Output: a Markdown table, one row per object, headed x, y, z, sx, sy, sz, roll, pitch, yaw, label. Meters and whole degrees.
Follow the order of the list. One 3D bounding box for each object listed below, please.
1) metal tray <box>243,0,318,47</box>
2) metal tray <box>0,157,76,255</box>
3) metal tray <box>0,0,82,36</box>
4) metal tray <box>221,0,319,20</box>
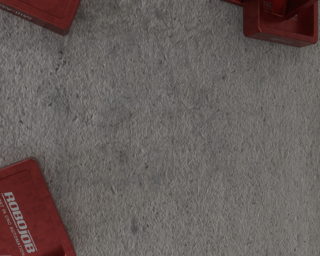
| x | y | z | sx | sy | sz | roll | pitch | yaw | label |
| --- | --- | --- | --- | --- | --- | --- | --- | --- | --- |
| 0.182 | -0.175 | 0.461 | 0.131 | 0.030 | 0.089 | 0 | 90 | -30 | metal tray |
| -0.161 | 0.108 | 0.347 | 0.091 | 0.030 | 0.129 | -22 | 98 | -19 | metal tray |
| -0.153 | -0.174 | 0.349 | 0.131 | 0.030 | 0.090 | 21 | 83 | -19 | metal tray |
| 0.140 | -0.192 | 0.414 | 0.131 | 0.090 | 0.030 | 13 | 85 | -10 | metal tray |
